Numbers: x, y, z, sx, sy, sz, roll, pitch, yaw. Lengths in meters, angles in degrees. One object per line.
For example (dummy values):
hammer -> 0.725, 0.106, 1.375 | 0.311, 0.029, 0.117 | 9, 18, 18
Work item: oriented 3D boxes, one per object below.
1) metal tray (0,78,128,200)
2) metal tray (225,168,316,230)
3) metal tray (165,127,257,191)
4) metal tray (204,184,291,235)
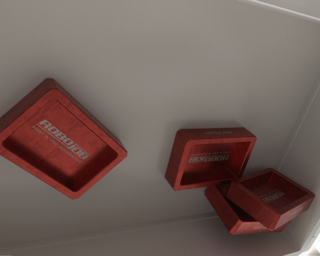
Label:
metal tray -> -0.111, 0.018, 0.356 | 0.090, 0.030, 0.130 | -41, 130, 0
metal tray -> 0.182, 0.110, 0.507 | 0.131, 0.090, 0.030 | -6, 120, -42
metal tray -> 0.079, 0.046, 0.479 | 0.131, 0.030, 0.089 | -1, 119, -28
metal tray -> 0.151, 0.135, 0.533 | 0.131, 0.090, 0.030 | 10, 120, -33
